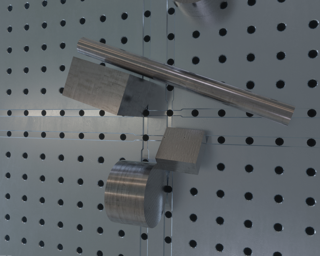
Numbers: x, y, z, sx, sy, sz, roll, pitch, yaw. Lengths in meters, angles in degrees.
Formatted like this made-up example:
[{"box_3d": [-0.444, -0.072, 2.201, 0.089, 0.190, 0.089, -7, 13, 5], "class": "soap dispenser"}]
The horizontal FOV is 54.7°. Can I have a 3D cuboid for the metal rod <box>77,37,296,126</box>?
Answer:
[{"box_3d": [0.020, -0.067, 0.405, 0.301, 0.025, 0.025, 22, 97, 18], "class": "metal rod"}]

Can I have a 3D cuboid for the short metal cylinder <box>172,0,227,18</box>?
[{"box_3d": [0.045, -0.185, 0.383, 0.080, 0.050, 0.079, 0, 90, 20], "class": "short metal cylinder"}]

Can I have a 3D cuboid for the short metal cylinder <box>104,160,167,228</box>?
[{"box_3d": [-0.028, 0.082, 0.393, 0.050, 0.080, 0.079, 2, 91, 20], "class": "short metal cylinder"}]

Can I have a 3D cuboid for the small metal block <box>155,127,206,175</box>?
[{"box_3d": [0.027, 0.028, 0.389, 0.050, 0.025, 0.050, 6, 51, 19], "class": "small metal block"}]

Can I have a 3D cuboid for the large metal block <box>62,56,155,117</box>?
[{"box_3d": [-0.064, -0.051, 0.406, 0.080, 0.080, 0.050, 20, 97, 19], "class": "large metal block"}]
